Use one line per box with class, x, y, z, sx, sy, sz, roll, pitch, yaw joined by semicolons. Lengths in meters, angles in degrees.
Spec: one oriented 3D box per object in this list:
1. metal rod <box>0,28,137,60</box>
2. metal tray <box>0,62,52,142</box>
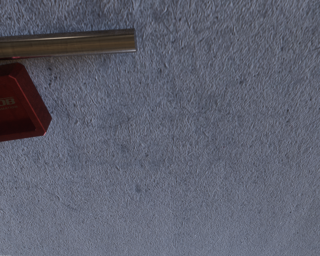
metal rod;-0.176;-0.085;0.332;0.302;0.025;0.025;-3;130;2
metal tray;-0.214;-0.024;0.380;0.131;0.030;0.090;-8;130;6
